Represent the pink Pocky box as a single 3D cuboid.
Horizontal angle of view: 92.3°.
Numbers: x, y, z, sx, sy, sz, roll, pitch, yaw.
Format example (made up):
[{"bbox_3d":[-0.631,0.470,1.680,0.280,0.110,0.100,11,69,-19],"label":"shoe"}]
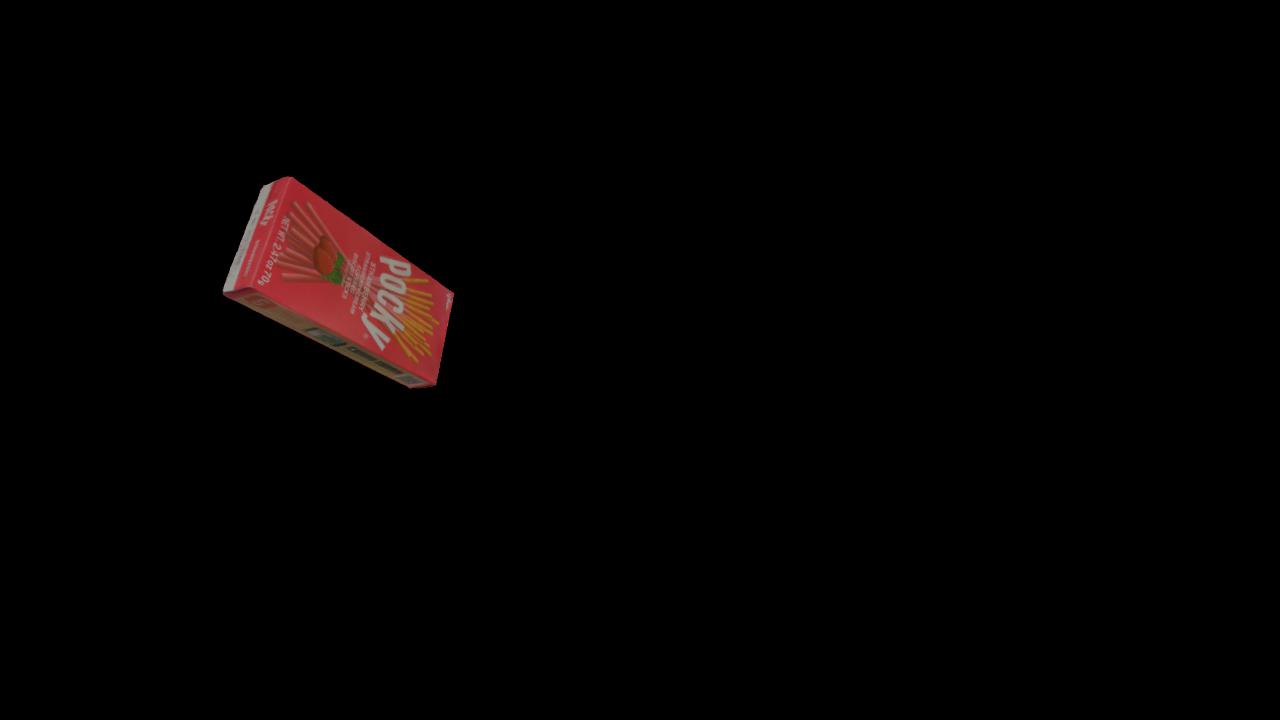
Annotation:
[{"bbox_3d":[-0.196,-0.046,0.429,0.029,0.084,0.155,-9,-28,24],"label":"pink Pocky box"}]
